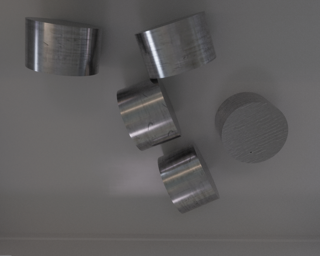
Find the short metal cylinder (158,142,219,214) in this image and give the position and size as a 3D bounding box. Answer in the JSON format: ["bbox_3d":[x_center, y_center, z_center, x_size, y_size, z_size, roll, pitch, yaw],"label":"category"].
[{"bbox_3d":[0.038,0.065,0.406,0.050,0.080,0.080,-26,108,9],"label":"short metal cylinder"}]

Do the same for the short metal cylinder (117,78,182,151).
[{"bbox_3d":[-0.012,-0.018,0.375,0.050,0.080,0.080,-21,109,8],"label":"short metal cylinder"}]

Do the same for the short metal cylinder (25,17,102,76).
[{"bbox_3d":[-0.107,-0.092,0.347,0.081,0.080,0.050,8,110,-3],"label":"short metal cylinder"}]

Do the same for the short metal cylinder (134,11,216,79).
[{"bbox_3d":[0.018,-0.093,0.348,0.080,0.080,0.050,-17,109,6],"label":"short metal cylinder"}]

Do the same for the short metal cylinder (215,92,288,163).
[{"bbox_3d":[0.115,-0.002,0.398,0.081,0.050,0.079,0,110,0],"label":"short metal cylinder"}]
